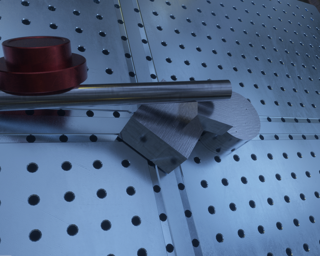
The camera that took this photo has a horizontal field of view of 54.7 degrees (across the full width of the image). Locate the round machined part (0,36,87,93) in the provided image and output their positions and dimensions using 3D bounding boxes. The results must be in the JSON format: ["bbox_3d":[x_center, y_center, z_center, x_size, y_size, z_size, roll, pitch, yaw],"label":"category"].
[{"bbox_3d":[-0.131,-0.074,0.338,0.099,0.042,0.098,1,26,0],"label":"round machined part"}]

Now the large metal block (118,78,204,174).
[{"bbox_3d":[0.007,-0.003,0.396,0.080,0.050,0.080,38,51,-3],"label":"large metal block"}]

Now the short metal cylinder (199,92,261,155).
[{"bbox_3d":[0.097,-0.008,0.451,0.081,0.050,0.080,14,56,-21],"label":"short metal cylinder"}]

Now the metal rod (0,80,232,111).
[{"bbox_3d":[-0.067,-0.036,0.339,0.302,0.025,0.025,-4,62,-11],"label":"metal rod"}]

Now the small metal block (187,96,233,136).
[{"bbox_3d":[0.063,-0.024,0.391,0.050,0.025,0.050,17,55,-19],"label":"small metal block"}]
